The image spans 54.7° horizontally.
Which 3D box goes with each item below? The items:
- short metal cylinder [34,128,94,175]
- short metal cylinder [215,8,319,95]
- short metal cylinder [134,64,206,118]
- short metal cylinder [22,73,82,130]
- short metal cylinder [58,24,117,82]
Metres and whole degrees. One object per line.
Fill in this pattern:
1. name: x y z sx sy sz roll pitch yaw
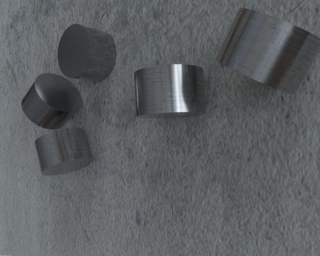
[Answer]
1. short metal cylinder: -0.151 0.038 0.491 0.080 0.081 0.050 -30 72 36
2. short metal cylinder: 0.099 -0.070 0.287 0.080 0.081 0.050 36 112 34
3. short metal cylinder: 0.011 -0.039 0.358 0.080 0.081 0.050 -5 87 39
4. short metal cylinder: -0.178 -0.044 0.513 0.050 0.081 0.080 -42 65 32
5. short metal cylinder: -0.113 -0.114 0.480 0.080 0.050 0.079 0 90 39
